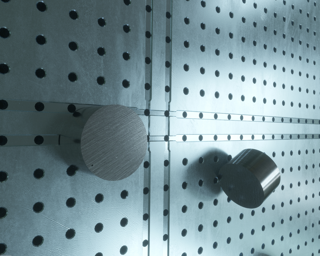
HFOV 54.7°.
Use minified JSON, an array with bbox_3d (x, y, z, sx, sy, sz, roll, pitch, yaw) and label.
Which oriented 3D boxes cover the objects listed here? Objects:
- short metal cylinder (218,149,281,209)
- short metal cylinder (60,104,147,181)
[{"bbox_3d":[0.141,0.079,0.491,0.050,0.080,0.080,-31,109,-36],"label":"short metal cylinder"},{"bbox_3d":[-0.061,0.015,0.341,0.081,0.050,0.079,0,90,-40],"label":"short metal cylinder"}]
